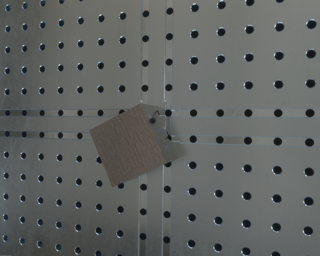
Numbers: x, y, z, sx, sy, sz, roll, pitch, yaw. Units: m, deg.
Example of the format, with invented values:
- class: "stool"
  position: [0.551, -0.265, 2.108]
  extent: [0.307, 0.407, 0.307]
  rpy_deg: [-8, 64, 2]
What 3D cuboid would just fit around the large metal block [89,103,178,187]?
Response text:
- class: "large metal block"
  position: [-0.034, 0.022, 0.410]
  extent: [0.080, 0.050, 0.080]
  rpy_deg: [-26, 82, 17]
